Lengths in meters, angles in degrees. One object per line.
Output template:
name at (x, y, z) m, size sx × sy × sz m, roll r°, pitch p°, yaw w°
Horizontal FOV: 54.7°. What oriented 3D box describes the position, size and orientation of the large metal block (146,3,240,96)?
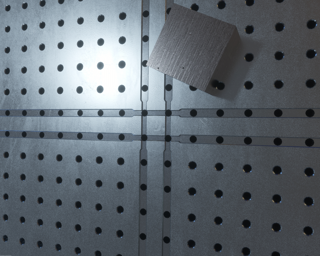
large metal block at (0.042, -0.095, 0.384) m, size 0.080 × 0.050 × 0.080 m, roll 27°, pitch 99°, yaw 17°
